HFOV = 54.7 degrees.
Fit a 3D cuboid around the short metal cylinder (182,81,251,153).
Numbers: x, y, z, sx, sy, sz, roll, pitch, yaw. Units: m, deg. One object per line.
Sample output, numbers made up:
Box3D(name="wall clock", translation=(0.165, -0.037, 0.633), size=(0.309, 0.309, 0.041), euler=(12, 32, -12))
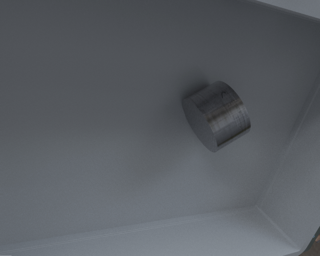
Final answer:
Box3D(name="short metal cylinder", translation=(0.072, -0.015, 0.405), size=(0.050, 0.080, 0.080), euler=(-30, 129, -9))
